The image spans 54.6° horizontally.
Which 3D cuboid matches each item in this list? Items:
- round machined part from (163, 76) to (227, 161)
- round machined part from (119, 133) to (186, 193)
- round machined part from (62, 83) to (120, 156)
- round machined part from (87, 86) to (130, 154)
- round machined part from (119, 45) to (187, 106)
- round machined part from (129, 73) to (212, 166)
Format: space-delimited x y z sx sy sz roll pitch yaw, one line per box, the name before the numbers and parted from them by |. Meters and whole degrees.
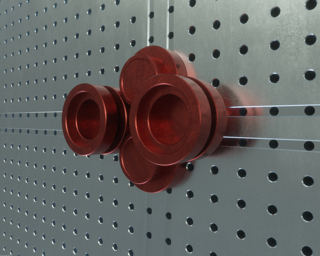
round machined part | 0.036 -0.010 0.369 0.098 0.042 0.097 0 90 40
round machined part | -0.016 0.038 0.412 0.098 0.042 0.097 0 90 40
round machined part | -0.091 -0.012 0.432 0.098 0.042 0.097 0 90 40
round machined part | -0.068 -0.011 0.455 0.098 0.042 0.097 0 90 40
round machined part | -0.016 -0.061 0.412 0.098 0.042 0.097 0 90 40
round machined part | 0.015 -0.009 0.344 0.098 0.042 0.097 0 90 40
